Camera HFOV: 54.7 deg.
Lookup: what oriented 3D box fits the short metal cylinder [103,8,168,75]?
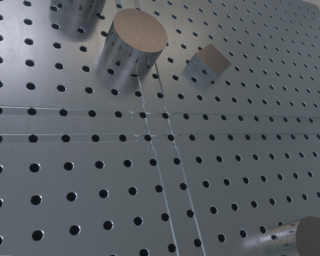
[{"bbox_3d":[-0.036,-0.125,0.449,0.081,0.050,0.080,14,56,-21],"label":"short metal cylinder"}]

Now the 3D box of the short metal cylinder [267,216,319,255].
[{"bbox_3d":[0.186,0.159,0.395,0.081,0.050,0.080,14,56,-21],"label":"short metal cylinder"}]

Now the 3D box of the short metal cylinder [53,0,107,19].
[{"bbox_3d":[-0.116,-0.210,0.458,0.081,0.050,0.080,14,56,-21],"label":"short metal cylinder"}]

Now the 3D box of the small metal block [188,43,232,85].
[{"bbox_3d":[0.084,-0.108,0.519,0.050,0.025,0.050,47,51,4],"label":"small metal block"}]
